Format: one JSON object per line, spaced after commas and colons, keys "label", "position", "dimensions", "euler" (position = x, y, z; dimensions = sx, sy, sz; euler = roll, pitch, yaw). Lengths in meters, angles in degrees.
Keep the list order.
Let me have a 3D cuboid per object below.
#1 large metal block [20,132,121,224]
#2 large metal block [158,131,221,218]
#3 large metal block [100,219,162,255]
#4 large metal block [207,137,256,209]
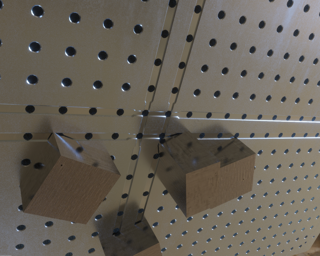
{"label": "large metal block", "position": [-0.109, 0.063, 0.375], "dimensions": [0.080, 0.050, 0.080], "euler": [27, 103, -38]}
{"label": "large metal block", "position": [0.040, 0.063, 0.439], "dimensions": [0.050, 0.080, 0.079], "euler": [-17, 125, -19]}
{"label": "large metal block", "position": [-0.042, 0.209, 0.503], "dimensions": [0.081, 0.050, 0.079], "euler": [-21, 127, -16]}
{"label": "large metal block", "position": [0.102, 0.071, 0.497], "dimensions": [0.081, 0.050, 0.079], "euler": [-19, 126, -18]}
